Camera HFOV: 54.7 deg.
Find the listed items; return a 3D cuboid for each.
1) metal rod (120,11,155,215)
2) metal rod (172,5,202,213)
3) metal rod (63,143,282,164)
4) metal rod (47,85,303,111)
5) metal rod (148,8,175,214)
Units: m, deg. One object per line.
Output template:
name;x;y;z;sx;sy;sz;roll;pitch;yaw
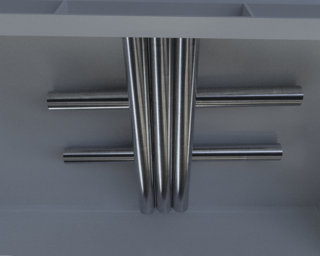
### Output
metal rod;-0.022;0.010;0.381;0.025;0.025;0.298;-1;130;0
metal rod;0.029;0.006;0.378;0.025;0.025;0.298;-1;130;0
metal rod;0.018;0.036;0.439;0.302;0.025;0.025;-1;130;0
metal rod;0.018;-0.036;0.377;0.302;0.025;0.025;-1;130;0
metal rod;0.004;0.008;0.380;0.025;0.025;0.298;-1;130;0
